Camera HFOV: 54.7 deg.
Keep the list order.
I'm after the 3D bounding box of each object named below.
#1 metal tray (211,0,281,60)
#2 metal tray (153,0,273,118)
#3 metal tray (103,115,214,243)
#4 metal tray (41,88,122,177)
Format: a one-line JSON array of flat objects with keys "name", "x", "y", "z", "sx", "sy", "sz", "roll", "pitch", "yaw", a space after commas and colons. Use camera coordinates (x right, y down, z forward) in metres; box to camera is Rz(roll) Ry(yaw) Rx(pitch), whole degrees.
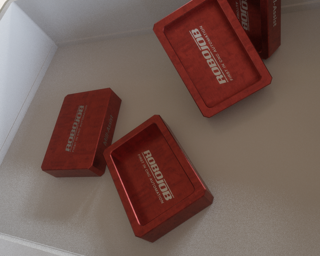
[{"name": "metal tray", "x": 0.098, "y": -0.153, "z": 0.378, "sx": 0.090, "sy": 0.130, "sz": 0.030, "roll": 26, "pitch": 62, "yaw": 37}, {"name": "metal tray", "x": 0.062, "y": -0.089, "z": 0.376, "sx": 0.090, "sy": 0.030, "sz": 0.130, "roll": -30, "pitch": 91, "yaw": 9}, {"name": "metal tray", "x": -0.008, "y": 0.055, "z": 0.372, "sx": 0.090, "sy": 0.030, "sz": 0.130, "roll": -35, "pitch": 51, "yaw": 5}, {"name": "metal tray", "x": -0.114, "y": 0.006, "z": 0.459, "sx": 0.090, "sy": 0.030, "sz": 0.130, "roll": -5, "pitch": 59, "yaw": 25}]
